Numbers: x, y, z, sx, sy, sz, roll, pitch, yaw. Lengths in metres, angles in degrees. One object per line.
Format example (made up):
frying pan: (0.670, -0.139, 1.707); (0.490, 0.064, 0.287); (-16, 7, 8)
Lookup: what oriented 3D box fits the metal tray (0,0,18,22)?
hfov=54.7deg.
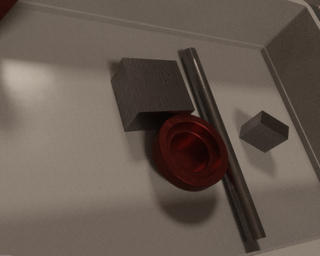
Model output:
metal tray: (-0.194, -0.147, 0.324); (0.030, 0.130, 0.090); (8, 54, -58)

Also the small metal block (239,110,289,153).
small metal block: (0.159, 0.007, 0.474); (0.050, 0.050, 0.025); (30, 52, -10)

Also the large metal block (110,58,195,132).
large metal block: (-0.011, -0.044, 0.412); (0.081, 0.050, 0.080); (-4, 64, -30)

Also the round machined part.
round machined part: (0.034, 0.034, 0.394); (0.099, 0.042, 0.098); (14, 56, -21)

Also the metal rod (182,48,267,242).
metal rod: (0.084, 0.008, 0.447); (0.025, 0.025, 0.299); (-1, 62, -29)
